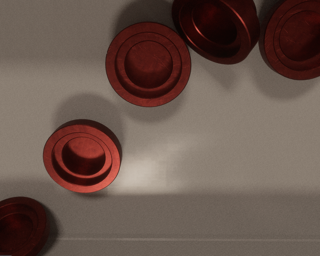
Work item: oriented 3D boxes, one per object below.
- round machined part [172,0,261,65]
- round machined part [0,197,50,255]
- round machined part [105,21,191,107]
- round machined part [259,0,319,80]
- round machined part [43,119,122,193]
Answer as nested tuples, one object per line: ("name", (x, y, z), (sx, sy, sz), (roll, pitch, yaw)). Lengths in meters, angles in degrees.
("round machined part", (0.065, -0.119, 0.338), (0.098, 0.098, 0.042), (42, 73, -14))
("round machined part", (-0.203, 0.149, 0.430), (0.099, 0.098, 0.042), (-1, 136, 0))
("round machined part", (-0.013, -0.078, 0.374), (0.099, 0.042, 0.097), (0, 110, -1))
("round machined part", (0.165, -0.108, 0.365), (0.099, 0.042, 0.097), (0, 110, -1))
("round machined part", (-0.100, 0.034, 0.413), (0.099, 0.042, 0.097), (0, 110, -1))
